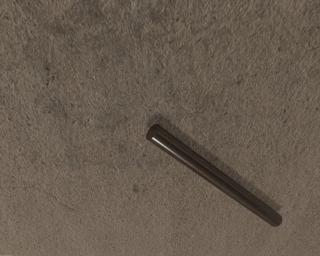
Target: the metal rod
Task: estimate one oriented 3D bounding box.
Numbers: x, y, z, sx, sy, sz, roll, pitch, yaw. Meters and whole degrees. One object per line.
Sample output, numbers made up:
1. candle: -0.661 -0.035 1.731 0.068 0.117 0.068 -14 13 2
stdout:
1. metal rod: 0.098 0.084 0.480 0.301 0.025 0.025 36 121 -27
